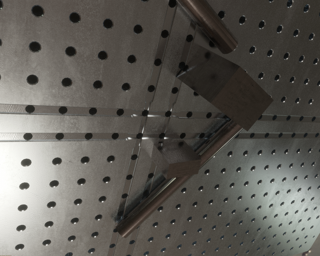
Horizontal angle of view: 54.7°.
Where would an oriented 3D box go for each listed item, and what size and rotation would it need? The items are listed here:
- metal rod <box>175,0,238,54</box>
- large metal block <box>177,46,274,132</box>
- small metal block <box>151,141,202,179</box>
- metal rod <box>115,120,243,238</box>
[{"bbox_3d":[-0.008,-0.171,0.301,0.301,0.025,0.025,34,99,-39],"label":"metal rod"},{"bbox_3d":[0.081,-0.050,0.391,0.080,0.080,0.050,31,101,-38],"label":"large metal block"},{"bbox_3d":[0.022,0.043,0.436,0.050,0.050,0.025,-5,121,-27],"label":"small metal block"},{"bbox_3d":[0.050,0.058,0.475,0.300,0.025,0.025,-43,130,1],"label":"metal rod"}]
